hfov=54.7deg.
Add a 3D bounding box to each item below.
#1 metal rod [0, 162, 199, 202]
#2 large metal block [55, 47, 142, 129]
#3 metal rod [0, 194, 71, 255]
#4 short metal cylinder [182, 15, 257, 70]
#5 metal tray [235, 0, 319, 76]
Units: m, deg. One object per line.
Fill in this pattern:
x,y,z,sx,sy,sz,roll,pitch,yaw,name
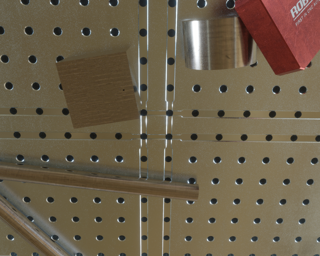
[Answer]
-0.096,0.075,0.440,0.302,0.025,0.025,7,110,-3,metal rod
-0.071,-0.050,0.381,0.080,0.050,0.079,-9,110,3,large metal block
-0.179,0.179,0.477,0.025,0.025,0.300,-37,106,12,metal rod
0.067,-0.098,0.348,0.080,0.080,0.050,-5,110,2,short metal cylinder
0.145,-0.128,0.326,0.130,0.030,0.090,-46,108,-25,metal tray
